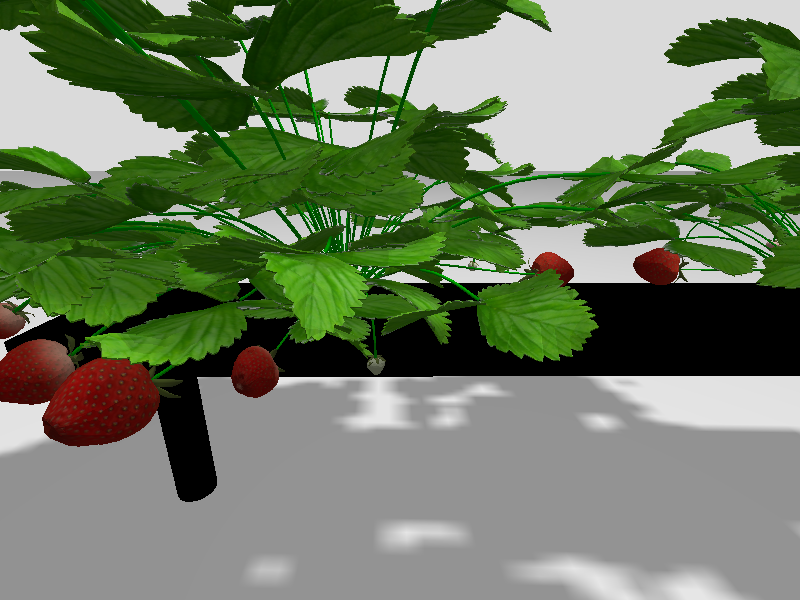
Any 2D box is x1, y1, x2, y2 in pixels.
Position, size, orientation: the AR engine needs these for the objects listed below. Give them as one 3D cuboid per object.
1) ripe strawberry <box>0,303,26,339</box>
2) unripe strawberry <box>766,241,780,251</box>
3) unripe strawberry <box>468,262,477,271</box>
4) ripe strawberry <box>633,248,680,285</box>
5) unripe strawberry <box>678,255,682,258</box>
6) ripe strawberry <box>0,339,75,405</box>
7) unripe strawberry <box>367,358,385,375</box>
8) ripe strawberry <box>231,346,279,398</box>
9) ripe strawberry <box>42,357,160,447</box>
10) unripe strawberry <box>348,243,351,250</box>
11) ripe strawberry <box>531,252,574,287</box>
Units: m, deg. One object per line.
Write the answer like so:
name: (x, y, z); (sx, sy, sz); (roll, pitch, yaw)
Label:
ripe strawberry: (-0.300, 0.017, 0.300); (0.029, 0.025, 0.029); (-35, 25, -3)
unripe strawberry: (0.508, -0.073, 0.545); (0.014, 0.013, 0.013); (11, 22, 28)
unripe strawberry: (0.085, -0.039, 0.469); (0.010, 0.011, 0.012); (-15, 24, -35)
ripe strawberry: (0.276, -0.037, 0.433); (0.042, 0.041, 0.039); (10, 22, 28)
unripe strawberry: (0.374, -0.061, 0.530); (0.011, 0.011, 0.010); (-3, 20, -8)
ripe strawberry: (-0.204, 0.041, 0.221); (0.038, 0.032, 0.038); (18, 33, 41)
unripe strawberry: (-0.015, 0.040, 0.242); (0.011, 0.011, 0.010); (-5, 20, -14)
ripe strawberry: (-0.083, 0.042, 0.226); (0.025, 0.029, 0.027); (4, 21, 11)
ripe strawberry: (-0.141, 0.050, 0.189); (0.040, 0.043, 0.043); (9, 22, 24)
unripe strawberry: (-0.065, -0.070, 0.529); (0.011, 0.011, 0.011); (-2, 20, -5)
ripe strawberry: (0.156, -0.027, 0.406); (0.043, 0.042, 0.040); (-3, 20, -11)
